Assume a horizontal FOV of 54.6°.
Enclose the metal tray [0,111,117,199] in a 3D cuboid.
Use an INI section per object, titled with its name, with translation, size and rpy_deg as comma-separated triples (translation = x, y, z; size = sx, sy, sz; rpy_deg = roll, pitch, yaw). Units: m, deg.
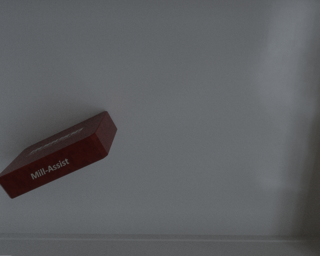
[metal tray]
translation = -0.123, 0.030, 0.386
size = 0.130, 0.090, 0.030
rpy_deg = -24, 108, 8
